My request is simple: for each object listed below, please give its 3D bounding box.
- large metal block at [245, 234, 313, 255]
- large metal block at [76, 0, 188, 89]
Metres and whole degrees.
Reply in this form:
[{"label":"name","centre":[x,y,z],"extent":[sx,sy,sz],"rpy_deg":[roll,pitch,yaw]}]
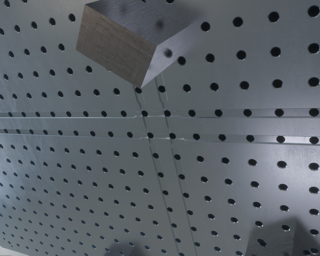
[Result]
[{"label":"large metal block","centre":[0.173,0.204,0.430],"extent":[0.080,0.050,0.080],"rpy_deg":[48,129,-6]},{"label":"large metal block","centre":[-0.028,-0.097,0.331],"extent":[0.080,0.080,0.050],"rpy_deg":[32,129,7]}]
